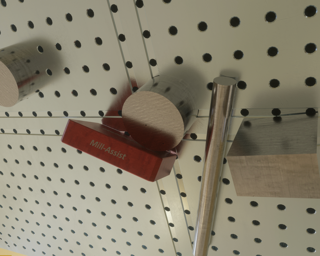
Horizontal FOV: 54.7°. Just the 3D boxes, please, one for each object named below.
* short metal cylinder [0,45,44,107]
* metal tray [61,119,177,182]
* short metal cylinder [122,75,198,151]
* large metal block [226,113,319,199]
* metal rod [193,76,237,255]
[{"bbox_3d":[-0.224,-0.078,0.462,0.080,0.050,0.079,13,124,20],"label":"short metal cylinder"},{"bbox_3d":[-0.050,0.027,0.410,0.130,0.090,0.030,22,93,14],"label":"metal tray"},{"bbox_3d":[0.001,-0.018,0.382,0.080,0.050,0.079,13,124,20],"label":"short metal cylinder"},{"bbox_3d":[0.124,0.028,0.327,0.080,0.080,0.050,-5,116,30],"label":"large metal block"},{"bbox_3d":[0.068,0.074,0.420,0.025,0.025,0.298,14,124,20],"label":"metal rod"}]
